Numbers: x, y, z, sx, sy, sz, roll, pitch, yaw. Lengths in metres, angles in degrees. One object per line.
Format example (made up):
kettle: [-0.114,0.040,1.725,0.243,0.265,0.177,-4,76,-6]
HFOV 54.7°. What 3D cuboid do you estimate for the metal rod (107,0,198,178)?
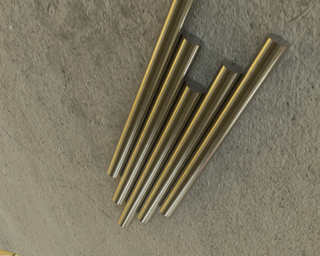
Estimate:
metal rod: [-0.020,-0.037,0.395,0.025,0.025,0.298,32,129,7]

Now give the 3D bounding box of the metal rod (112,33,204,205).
metal rod: [-0.016,0.011,0.422,0.025,0.025,0.298,32,128,7]

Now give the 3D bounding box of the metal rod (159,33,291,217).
metal rod: [0.062,0.021,0.387,0.025,0.025,0.298,32,129,7]

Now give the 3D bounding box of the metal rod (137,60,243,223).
metal rod: [0.025,0.040,0.418,0.025,0.025,0.298,32,129,7]

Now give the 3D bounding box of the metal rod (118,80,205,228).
metal rod: [-0.010,0.057,0.448,0.025,0.025,0.298,32,128,7]
